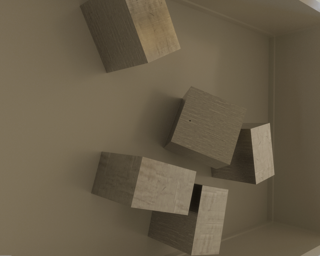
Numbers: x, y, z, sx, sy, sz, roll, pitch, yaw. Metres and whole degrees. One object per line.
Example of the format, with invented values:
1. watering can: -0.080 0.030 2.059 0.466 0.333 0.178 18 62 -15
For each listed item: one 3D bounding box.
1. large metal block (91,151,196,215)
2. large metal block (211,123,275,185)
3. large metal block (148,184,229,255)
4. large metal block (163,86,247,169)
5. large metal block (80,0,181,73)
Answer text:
1. large metal block: -0.019 0.063 0.357 0.080 0.080 0.050 20 77 -39
2. large metal block: 0.123 0.036 0.477 0.050 0.080 0.079 -13 99 -40
3. large metal block: 0.035 0.111 0.403 0.050 0.080 0.080 18 79 -39
4. large metal block: 0.060 0.001 0.420 0.080 0.050 0.080 22 73 -4
5. large metal block: -0.034 -0.112 0.344 0.050 0.080 0.080 -33 111 -35
